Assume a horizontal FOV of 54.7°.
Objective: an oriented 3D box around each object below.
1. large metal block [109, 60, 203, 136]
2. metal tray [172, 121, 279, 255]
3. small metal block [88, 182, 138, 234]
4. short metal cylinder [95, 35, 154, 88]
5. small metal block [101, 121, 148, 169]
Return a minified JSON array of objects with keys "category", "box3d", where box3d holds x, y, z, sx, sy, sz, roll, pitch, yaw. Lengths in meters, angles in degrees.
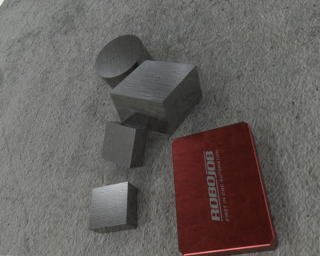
[{"category":"large metal block","box3d":[-0.003,-0.042,0.399,0.080,0.050,0.080,14,48,33]},{"category":"metal tray","box3d":[0.063,0.064,0.328,0.090,0.030,0.130,-15,55,19]},{"category":"small metal block","box3d":[-0.055,0.097,0.374,0.050,0.025,0.050,-14,56,20]},{"category":"short metal cylinder","box3d":[-0.051,-0.095,0.473,0.080,0.050,0.080,-13,56,21]},{"category":"small metal block","box3d":[-0.046,0.021,0.402,0.050,0.025,0.050,14,98,34]}]
